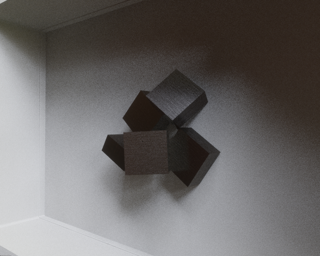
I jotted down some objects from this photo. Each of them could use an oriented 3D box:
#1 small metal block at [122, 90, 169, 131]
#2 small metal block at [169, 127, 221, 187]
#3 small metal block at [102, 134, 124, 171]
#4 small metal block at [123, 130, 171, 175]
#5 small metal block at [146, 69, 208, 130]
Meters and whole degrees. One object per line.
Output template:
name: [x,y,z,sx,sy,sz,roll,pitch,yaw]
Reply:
small metal block: [-0.016,-0.015,0.415,0.050,0.025,0.050,51,120,27]
small metal block: [0.036,0.034,0.373,0.050,0.025,0.050,42,115,31]
small metal block: [-0.041,0.032,0.419,0.050,0.050,0.025,36,112,34]
small metal block: [-0.015,0.029,0.368,0.050,0.025,0.050,-3,87,7]
small metal block: [0.020,-0.035,0.372,0.050,0.025,0.050,-42,60,-6]
